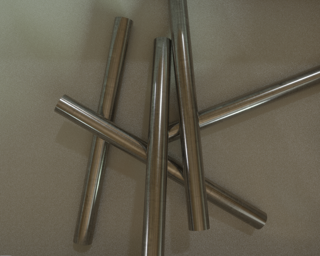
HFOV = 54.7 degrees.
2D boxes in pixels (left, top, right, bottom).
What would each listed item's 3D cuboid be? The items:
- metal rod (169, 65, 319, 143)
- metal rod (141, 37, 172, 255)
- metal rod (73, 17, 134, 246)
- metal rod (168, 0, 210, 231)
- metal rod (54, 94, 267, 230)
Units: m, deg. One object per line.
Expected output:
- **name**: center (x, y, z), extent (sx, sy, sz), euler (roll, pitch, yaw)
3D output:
- **metal rod**: center (0.131, -0.039, 0.412), extent (0.301, 0.025, 0.025), euler (-21, 90, 0)
- **metal rod**: center (-0.003, 0.028, 0.369), extent (0.025, 0.025, 0.299), euler (3, 73, 0)
- **metal rod**: center (-0.075, 0.004, 0.410), extent (0.025, 0.025, 0.298), euler (11, 90, 0)
- **metal rod**: center (0.034, -0.028, 0.388), extent (0.025, 0.025, 0.298), euler (-5, 81, 0)
- **metal rod**: center (0.006, 0.047, 0.395), extent (0.301, 0.025, 0.025), euler (31, 90, -7)
